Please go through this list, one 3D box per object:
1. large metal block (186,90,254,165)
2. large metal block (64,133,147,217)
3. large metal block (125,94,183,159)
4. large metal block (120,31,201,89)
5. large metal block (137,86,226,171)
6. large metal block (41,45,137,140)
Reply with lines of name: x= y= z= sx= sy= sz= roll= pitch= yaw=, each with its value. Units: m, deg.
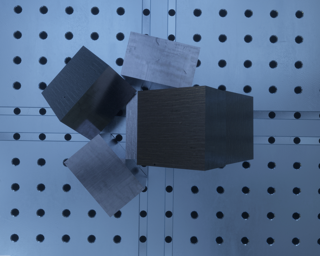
large metal block: x=0.075 y=0.000 z=0.378 sx=0.050 sy=0.080 sz=0.080 roll=0 pitch=89 yaw=38
large metal block: x=-0.062 y=0.053 z=0.384 sx=0.050 sy=0.080 sz=0.080 roll=-40 pitch=91 yaw=0
large metal block: x=-0.001 y=-0.002 z=0.401 sx=0.080 sy=0.050 sz=0.080 roll=1 pitch=90 yaw=0
large metal block: x=0.001 y=-0.075 z=0.386 sx=0.080 sy=0.080 sz=0.050 roll=13 pitch=90 yaw=0
large metal block: x=0.023 y=0.000 z=0.332 sx=0.080 sy=0.050 sz=0.080 roll=0 pitch=89 yaw=34
large metal block: x=-0.088 y=-0.044 z=0.379 sx=0.080 sy=0.080 sz=0.050 roll=-49 pitch=134 yaw=0
